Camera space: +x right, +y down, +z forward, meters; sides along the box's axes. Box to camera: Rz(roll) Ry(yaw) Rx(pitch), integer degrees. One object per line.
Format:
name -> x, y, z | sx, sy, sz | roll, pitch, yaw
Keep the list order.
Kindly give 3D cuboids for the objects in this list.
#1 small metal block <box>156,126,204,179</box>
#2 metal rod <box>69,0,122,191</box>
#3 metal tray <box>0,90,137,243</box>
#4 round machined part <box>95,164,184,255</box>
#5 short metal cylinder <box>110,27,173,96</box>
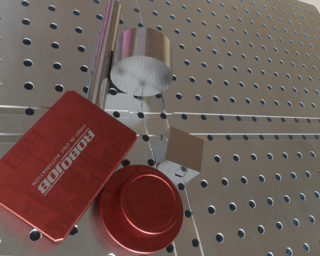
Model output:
small metal block -> 0.027, 0.033, 0.405 | 0.050, 0.025, 0.050 | 23, 53, -15
metal rod -> -0.078, -0.064, 0.405 | 0.025, 0.025, 0.300 | 16, 55, -20
metal tray -> -0.095, 0.035, 0.313 | 0.090, 0.030, 0.130 | 35, 62, 0
round machined part -> -0.017, 0.085, 0.338 | 0.099, 0.042, 0.098 | 14, 56, -21
short metal cylinder -> -0.023, -0.086, 0.414 | 0.081, 0.080, 0.050 | 14, 56, -21
